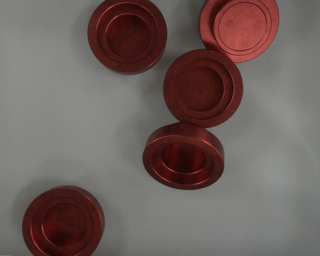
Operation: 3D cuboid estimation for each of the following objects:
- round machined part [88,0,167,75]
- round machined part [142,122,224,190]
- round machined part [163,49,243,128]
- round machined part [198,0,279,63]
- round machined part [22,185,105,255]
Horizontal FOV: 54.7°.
[{"bbox_3d":[-0.040,-0.117,0.402,0.099,0.042,0.097,0,90,-1],"label":"round machined part"},{"bbox_3d":[0.030,0.031,0.387,0.099,0.042,0.097,6,132,7],"label":"round machined part"},{"bbox_3d":[0.054,-0.050,0.401,0.099,0.042,0.097,0,95,2],"label":"round machined part"},{"bbox_3d":[0.098,-0.128,0.385,0.099,0.042,0.097,1,117,1],"label":"round machined part"},{"bbox_3d":[-0.120,0.123,0.401,0.099,0.042,0.097,0,90,-1],"label":"round machined part"}]
